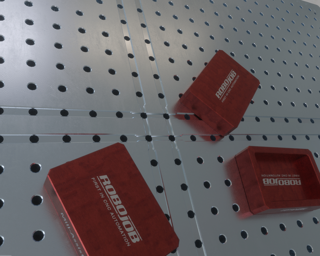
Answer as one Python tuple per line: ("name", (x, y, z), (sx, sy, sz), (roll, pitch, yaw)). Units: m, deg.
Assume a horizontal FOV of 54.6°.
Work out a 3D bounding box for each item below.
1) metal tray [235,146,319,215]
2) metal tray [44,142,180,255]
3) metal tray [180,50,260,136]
("metal tray", (0.181, 0.075, 0.455), (0.131, 0.030, 0.090), (4, 60, -26))
("metal tray", (-0.050, 0.088, 0.324), (0.091, 0.030, 0.130), (-22, 74, -36))
("metal tray", (0.100, -0.060, 0.494), (0.090, 0.030, 0.130), (39, 51, -2))
